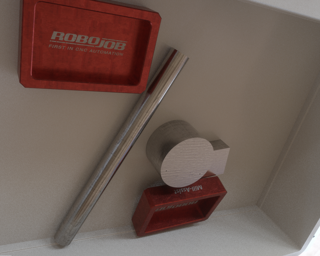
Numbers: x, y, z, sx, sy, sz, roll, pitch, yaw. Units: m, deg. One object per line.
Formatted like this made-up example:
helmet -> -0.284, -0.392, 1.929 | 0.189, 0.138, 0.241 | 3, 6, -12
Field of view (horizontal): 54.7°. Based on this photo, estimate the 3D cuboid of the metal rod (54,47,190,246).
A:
metal rod -> -0.055, 0.033, 0.399 | 0.025, 0.025, 0.299 | 24, 105, -37

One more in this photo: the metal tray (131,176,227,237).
metal tray -> 0.030, 0.121, 0.482 | 0.131, 0.030, 0.089 | -4, 137, -27

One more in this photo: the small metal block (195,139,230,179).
small metal block -> 0.077, 0.049, 0.483 | 0.050, 0.025, 0.050 | -8, 122, -25

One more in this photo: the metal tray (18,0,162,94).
metal tray -> -0.071, -0.084, 0.315 | 0.131, 0.030, 0.089 | 0, 119, -29

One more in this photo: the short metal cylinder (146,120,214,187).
short metal cylinder -> 0.027, 0.035, 0.431 | 0.081, 0.050, 0.079 | -14, 124, -21
